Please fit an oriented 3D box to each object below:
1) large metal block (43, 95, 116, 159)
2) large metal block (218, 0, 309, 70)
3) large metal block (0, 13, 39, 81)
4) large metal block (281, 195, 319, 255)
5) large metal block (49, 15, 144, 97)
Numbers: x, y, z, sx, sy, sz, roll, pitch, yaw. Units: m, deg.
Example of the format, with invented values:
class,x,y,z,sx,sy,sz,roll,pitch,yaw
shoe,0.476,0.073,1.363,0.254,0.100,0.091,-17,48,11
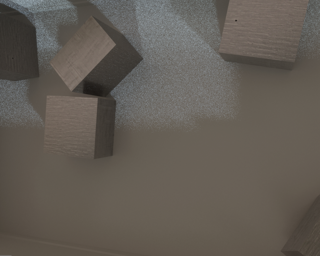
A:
class,x,y,z,sx,sy,sz,roll,pitch,yaw
large metal block,-0.112,-0.002,0.437,0.080,0.050,0.079,5,92,20
large metal block,0.119,-0.115,0.355,0.080,0.050,0.080,13,94,19
large metal block,-0.232,-0.118,0.463,0.050,0.080,0.080,-5,88,20
large metal block,0.187,0.120,0.314,0.080,0.050,0.080,38,74,16
large metal block,-0.081,-0.089,0.410,0.080,0.080,0.050,-42,77,15
